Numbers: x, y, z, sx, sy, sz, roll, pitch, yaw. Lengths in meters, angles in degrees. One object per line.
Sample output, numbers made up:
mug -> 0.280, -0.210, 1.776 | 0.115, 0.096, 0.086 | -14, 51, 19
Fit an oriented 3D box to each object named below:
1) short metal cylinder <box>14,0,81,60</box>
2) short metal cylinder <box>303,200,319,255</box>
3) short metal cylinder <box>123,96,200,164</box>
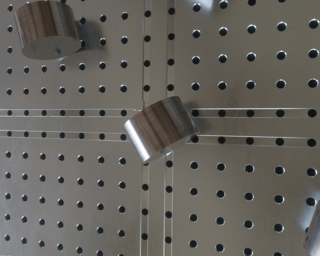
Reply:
short metal cylinder -> -0.158, -0.136, 0.439 | 0.080, 0.080, 0.050 | -17, 85, 19
short metal cylinder -> 0.195, 0.113, 0.314 | 0.080, 0.080, 0.050 | 19, 97, 19
short metal cylinder -> 0.002, 0.003, 0.383 | 0.080, 0.080, 0.050 | -32, 80, 17
